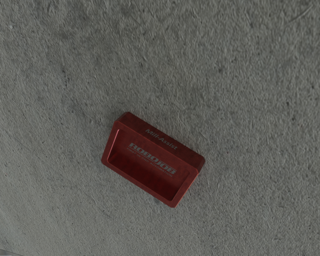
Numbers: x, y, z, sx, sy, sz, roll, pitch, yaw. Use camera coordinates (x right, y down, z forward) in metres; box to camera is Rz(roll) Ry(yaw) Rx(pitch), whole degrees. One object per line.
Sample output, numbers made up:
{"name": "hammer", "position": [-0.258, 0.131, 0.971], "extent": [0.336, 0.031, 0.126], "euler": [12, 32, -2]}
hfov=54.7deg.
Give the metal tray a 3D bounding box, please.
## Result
{"name": "metal tray", "position": [-0.013, 0.046, 0.439], "extent": [0.130, 0.030, 0.089], "euler": [31, 128, 7]}
